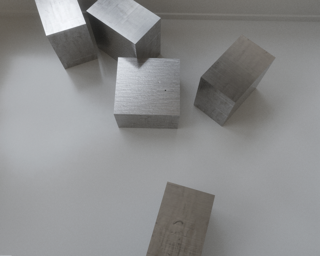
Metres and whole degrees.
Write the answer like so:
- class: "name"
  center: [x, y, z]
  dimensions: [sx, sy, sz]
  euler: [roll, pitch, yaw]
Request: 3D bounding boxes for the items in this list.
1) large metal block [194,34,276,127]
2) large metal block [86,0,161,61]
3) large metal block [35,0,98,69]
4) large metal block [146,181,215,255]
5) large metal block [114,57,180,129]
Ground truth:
- class: "large metal block"
  center: [0.093, -0.059, 0.403]
  dimensions: [0.050, 0.080, 0.080]
  euler: [40, 75, 13]
- class: "large metal block"
  center: [-0.046, -0.130, 0.427]
  dimensions: [0.080, 0.080, 0.050]
  euler: [37, 74, 12]
- class: "large metal block"
  center: [-0.130, -0.143, 0.431]
  dimensions: [0.050, 0.080, 0.080]
  euler: [-20, 72, -7]
- class: "large metal block"
  center: [0.020, 0.111, 0.340]
  dimensions: [0.050, 0.080, 0.080]
  euler: [16, 71, 5]
- class: "large metal block"
  center: [-0.015, -0.045, 0.413]
  dimensions: [0.081, 0.050, 0.080]
  euler: [1, 70, 0]
